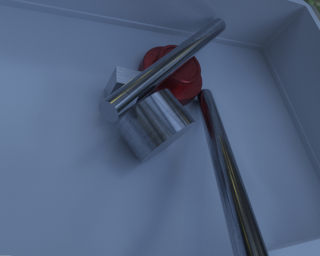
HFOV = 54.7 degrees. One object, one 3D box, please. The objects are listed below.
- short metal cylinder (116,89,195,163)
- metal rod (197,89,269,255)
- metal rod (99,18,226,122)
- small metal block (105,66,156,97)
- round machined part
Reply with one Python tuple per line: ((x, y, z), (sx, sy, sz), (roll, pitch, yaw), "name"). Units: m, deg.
((-0.005, -0.002, 0.371), (0.081, 0.080, 0.050), (-31, 79, -38), "short metal cylinder")
((0.069, 0.027, 0.348), (0.025, 0.025, 0.300), (25, 27, -14), "metal rod")
((0.023, -0.095, 0.418), (0.025, 0.025, 0.302), (43, 46, 1), "metal rod")
((-0.040, -0.050, 0.400), (0.050, 0.050, 0.025), (9, 58, -24), "small metal block")
((0.021, -0.084, 0.459), (0.099, 0.042, 0.098), (14, 56, -21), "round machined part")
